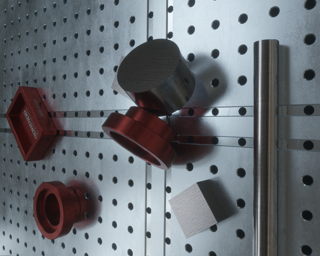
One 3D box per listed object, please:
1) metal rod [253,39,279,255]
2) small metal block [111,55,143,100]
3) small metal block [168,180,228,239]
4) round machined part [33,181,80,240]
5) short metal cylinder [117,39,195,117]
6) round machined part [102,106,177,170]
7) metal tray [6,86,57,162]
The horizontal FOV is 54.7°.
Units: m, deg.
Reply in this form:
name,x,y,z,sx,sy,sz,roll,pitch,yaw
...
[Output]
name,x,y,z,sx,sy,sz,roll,pitch,yaw
metal rod,0.109,0.061,0.319,0.025,0.025,0.298,0,90,40
small metal block,-0.038,-0.069,0.441,0.050,0.025,0.050,33,111,35
small metal block,0.045,0.097,0.373,0.050,0.025,0.050,-41,65,32
round machined part,-0.179,0.142,0.546,0.098,0.042,0.097,0,90,40
short metal cylinder,-0.004,-0.060,0.374,0.080,0.050,0.080,-14,54,20
round machined part,-0.020,0.009,0.389,0.098,0.098,0.042,21,71,38
metal tray,-0.261,-0.009,0.622,0.090,0.030,0.130,-49,61,28
